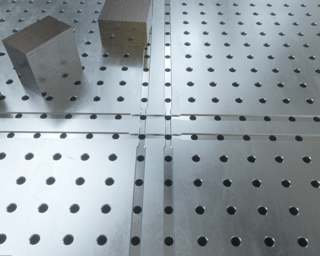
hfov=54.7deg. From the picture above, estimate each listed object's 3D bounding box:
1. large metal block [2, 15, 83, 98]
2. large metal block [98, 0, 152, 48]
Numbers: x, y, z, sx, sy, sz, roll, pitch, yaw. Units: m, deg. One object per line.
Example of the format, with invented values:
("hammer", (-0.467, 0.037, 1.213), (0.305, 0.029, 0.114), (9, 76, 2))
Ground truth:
("large metal block", (-0.169, -0.106, 0.459), (0.050, 0.080, 0.080), (30, 56, 22))
("large metal block", (-0.058, -0.189, 0.550), (0.080, 0.050, 0.080), (4, 50, 3))
